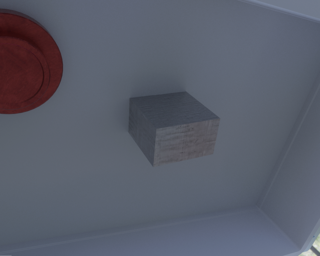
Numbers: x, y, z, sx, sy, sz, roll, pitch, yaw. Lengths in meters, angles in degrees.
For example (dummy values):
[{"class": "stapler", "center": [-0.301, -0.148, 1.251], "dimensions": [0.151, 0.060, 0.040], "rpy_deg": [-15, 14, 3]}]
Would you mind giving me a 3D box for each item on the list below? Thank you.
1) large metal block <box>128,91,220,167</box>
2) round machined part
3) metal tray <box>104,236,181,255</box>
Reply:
[{"class": "large metal block", "center": [0.014, -0.003, 0.381], "dimensions": [0.081, 0.080, 0.050], "rpy_deg": [-9, 123, -24]}, {"class": "round machined part", "center": [-0.141, -0.056, 0.287], "dimensions": [0.099, 0.042, 0.097], "rpy_deg": [-14, 125, -21]}, {"class": "metal tray", "center": [-0.035, 0.244, 0.542], "dimensions": [0.131, 0.030, 0.089], "rpy_deg": [0, 119, -29]}]
